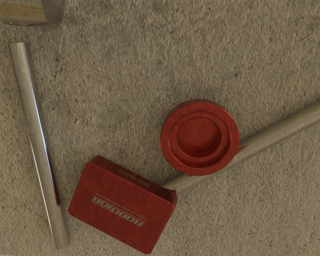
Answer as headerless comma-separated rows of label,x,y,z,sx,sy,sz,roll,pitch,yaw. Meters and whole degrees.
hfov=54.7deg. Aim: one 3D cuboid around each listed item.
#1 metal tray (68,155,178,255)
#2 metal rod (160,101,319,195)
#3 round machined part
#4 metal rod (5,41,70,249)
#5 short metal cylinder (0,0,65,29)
metal tray,-0.052,0.106,0.430,0.130,0.030,0.089,26,108,4
metal rod,0.123,0.026,0.420,0.300,0.025,0.025,-29,108,10
round machined part,0.050,0.010,0.403,0.099,0.042,0.097,0,108,1
metal rod,-0.160,0.037,0.421,0.025,0.025,0.298,-4,110,1
short metal cylinder,-0.137,-0.148,0.325,0.050,0.080,0.079,4,110,-2
